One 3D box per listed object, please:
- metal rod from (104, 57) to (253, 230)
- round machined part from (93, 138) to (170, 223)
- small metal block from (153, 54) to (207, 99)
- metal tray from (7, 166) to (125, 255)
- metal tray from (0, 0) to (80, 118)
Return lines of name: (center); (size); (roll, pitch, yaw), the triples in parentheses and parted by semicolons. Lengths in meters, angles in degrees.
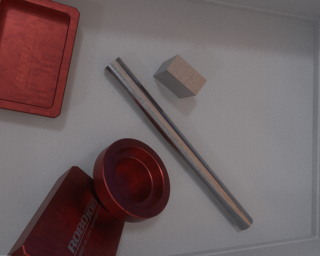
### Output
metal rod: (0.033, 0.030, 0.423); (0.025, 0.025, 0.300); (-44, 104, -15)
round machined part: (-0.038, 0.065, 0.372); (0.098, 0.042, 0.098); (27, 46, -32)
small metal block: (0.025, -0.066, 0.408); (0.050, 0.050, 0.025); (38, 78, -17)
metal tray: (-0.087, 0.109, 0.327); (0.030, 0.130, 0.090); (-40, 106, 22)
metal tray: (-0.150, -0.082, 0.352); (0.091, 0.030, 0.129); (11, 86, -20)
